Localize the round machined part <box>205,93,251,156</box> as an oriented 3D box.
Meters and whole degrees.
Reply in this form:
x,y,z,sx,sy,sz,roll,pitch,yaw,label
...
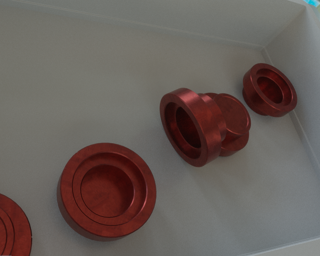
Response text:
x,y,z,sx,sy,sz,roll,pitch,yaw,label
0.092,-0.011,0.450,0.099,0.042,0.098,17,54,-24,round machined part

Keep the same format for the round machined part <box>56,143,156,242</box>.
x,y,z,sx,sy,sz,roll,pitch,yaw,label
-0.057,0.068,0.324,0.099,0.042,0.098,14,56,-21,round machined part

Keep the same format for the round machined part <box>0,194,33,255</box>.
x,y,z,sx,sy,sz,roll,pitch,yaw,label
-0.157,0.096,0.252,0.099,0.042,0.098,14,56,-21,round machined part

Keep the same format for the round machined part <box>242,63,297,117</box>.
x,y,z,sx,sy,sz,roll,pitch,yaw,label
0.182,-0.060,0.532,0.099,0.042,0.098,14,56,-21,round machined part

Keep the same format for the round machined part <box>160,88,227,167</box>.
x,y,z,sx,sy,sz,roll,pitch,yaw,label
0.044,-0.004,0.383,0.042,0.098,0.098,-26,76,-22,round machined part
